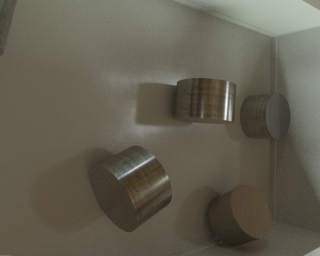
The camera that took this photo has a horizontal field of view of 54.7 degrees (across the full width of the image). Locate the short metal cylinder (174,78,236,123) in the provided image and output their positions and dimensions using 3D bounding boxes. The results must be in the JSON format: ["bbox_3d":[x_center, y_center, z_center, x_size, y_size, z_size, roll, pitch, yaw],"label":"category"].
[{"bbox_3d":[0.061,-0.034,0.422,0.081,0.080,0.050,7,86,-40],"label":"short metal cylinder"}]

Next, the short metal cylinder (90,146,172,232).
[{"bbox_3d":[-0.033,0.066,0.343,0.050,0.080,0.080,-28,108,-37],"label":"short metal cylinder"}]

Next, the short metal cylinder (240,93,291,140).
[{"bbox_3d":[0.186,-0.020,0.546,0.081,0.050,0.080,0,90,-40],"label":"short metal cylinder"}]

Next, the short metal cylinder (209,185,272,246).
[{"bbox_3d":[0.122,0.133,0.471,0.081,0.050,0.080,19,51,-25],"label":"short metal cylinder"}]

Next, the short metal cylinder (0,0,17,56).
[{"bbox_3d":[-0.158,-0.094,0.238,0.081,0.080,0.050,16,80,-39],"label":"short metal cylinder"}]
